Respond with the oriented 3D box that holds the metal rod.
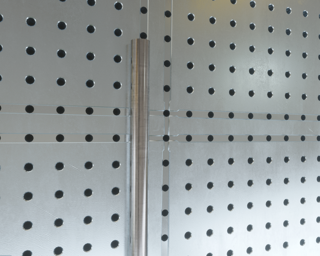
[{"bbox_3d":[-0.027,0.036,0.403,0.025,0.025,0.298,0,90,-20],"label":"metal rod"}]
